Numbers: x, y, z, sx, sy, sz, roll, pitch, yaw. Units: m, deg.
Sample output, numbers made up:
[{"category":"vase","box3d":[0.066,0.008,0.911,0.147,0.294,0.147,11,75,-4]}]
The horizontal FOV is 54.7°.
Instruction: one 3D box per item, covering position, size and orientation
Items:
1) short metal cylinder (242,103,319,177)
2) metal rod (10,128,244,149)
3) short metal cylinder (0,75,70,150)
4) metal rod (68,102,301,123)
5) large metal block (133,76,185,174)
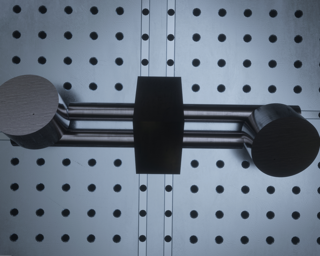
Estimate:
[{"category":"short metal cylinder","box3d":[0.148,0.014,0.389,0.081,0.050,0.079,0,112,0]},{"category":"metal rod","box3d":[-0.042,0.014,0.412,0.302,0.025,0.025,1,90,0]},{"category":"short metal cylinder","box3d":[-0.159,-0.019,0.385,0.081,0.050,0.080,0,67,-1]},{"category":"metal rod","box3d":[0.032,-0.020,0.413,0.302,0.025,0.025,1,90,0]},{"category":"large metal block","box3d":[-0.001,-0.004,0.356,0.050,0.080,0.079,1,132,0]}]
